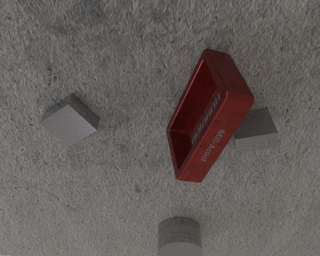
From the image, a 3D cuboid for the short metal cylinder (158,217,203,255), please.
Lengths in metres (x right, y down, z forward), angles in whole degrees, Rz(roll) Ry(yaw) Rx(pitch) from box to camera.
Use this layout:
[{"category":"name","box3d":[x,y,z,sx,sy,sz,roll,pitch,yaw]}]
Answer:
[{"category":"short metal cylinder","box3d":[0.036,0.207,0.567,0.081,0.050,0.079,0,130,0]}]

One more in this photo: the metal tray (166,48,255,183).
[{"category":"metal tray","box3d":[0.048,-0.011,0.352,0.030,0.090,0.129,10,130,-18]}]

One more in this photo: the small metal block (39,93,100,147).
[{"category":"small metal block","box3d":[-0.115,-0.010,0.398,0.050,0.025,0.050,-28,125,22]}]

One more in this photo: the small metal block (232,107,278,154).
[{"category":"small metal block","box3d":[0.117,0.003,0.394,0.050,0.050,0.025,-10,130,8]}]
